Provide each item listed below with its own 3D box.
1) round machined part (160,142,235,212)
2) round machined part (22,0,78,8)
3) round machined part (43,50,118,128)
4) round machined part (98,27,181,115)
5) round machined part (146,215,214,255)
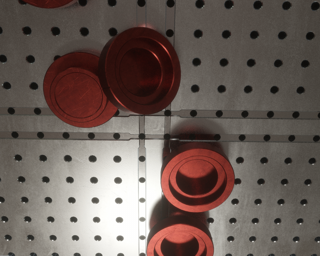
[{"bbox_3d":[0.050,0.064,0.429,0.099,0.042,0.097,0,110,-1],"label":"round machined part"},{"bbox_3d":[-0.120,-0.182,0.336,0.099,0.042,0.097,0,110,-1],"label":"round machined part"},{"bbox_3d":[-0.097,-0.045,0.386,0.099,0.042,0.097,0,110,-1],"label":"round machined part"},{"bbox_3d":[-0.027,-0.064,0.364,0.099,0.042,0.097,-2,93,-34],"label":"round machined part"},{"bbox_3d":[0.029,0.173,0.469,0.099,0.042,0.097,0,110,-1],"label":"round machined part"}]
